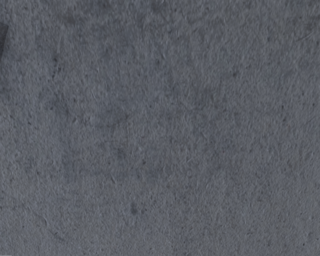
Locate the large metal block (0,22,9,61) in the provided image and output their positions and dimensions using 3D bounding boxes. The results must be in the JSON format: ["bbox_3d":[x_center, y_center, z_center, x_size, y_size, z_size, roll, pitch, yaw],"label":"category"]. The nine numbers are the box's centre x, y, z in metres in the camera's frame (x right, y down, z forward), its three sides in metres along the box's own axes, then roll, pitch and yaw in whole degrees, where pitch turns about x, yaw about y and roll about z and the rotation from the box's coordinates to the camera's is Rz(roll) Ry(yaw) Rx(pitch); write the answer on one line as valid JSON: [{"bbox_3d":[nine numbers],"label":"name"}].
[{"bbox_3d":[-0.236,-0.095,0.358,0.080,0.050,0.079,20,109,-8],"label":"large metal block"}]
